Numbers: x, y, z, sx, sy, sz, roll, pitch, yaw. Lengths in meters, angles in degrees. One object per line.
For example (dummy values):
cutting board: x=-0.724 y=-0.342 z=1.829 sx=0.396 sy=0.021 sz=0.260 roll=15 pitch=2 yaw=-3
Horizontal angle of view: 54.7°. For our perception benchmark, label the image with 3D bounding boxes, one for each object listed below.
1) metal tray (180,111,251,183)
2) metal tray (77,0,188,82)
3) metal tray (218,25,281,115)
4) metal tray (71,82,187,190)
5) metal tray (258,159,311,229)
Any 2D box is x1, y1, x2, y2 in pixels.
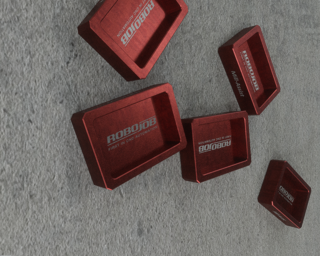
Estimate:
metal tray: x=0.087 y=0.024 z=0.473 sx=0.131 sy=0.030 sz=0.089 roll=-10 pitch=96 yaw=-40
metal tray: x=-0.027 y=-0.133 z=0.377 sx=0.090 sy=0.030 sz=0.130 roll=44 pitch=64 yaw=-31
metal tray: x=0.157 y=-0.097 z=0.531 sx=0.090 sy=0.030 sz=0.130 roll=-41 pitch=115 yaw=-32
metal tray: x=-0.031 y=0.005 z=0.375 sx=0.131 sy=0.030 sz=0.089 roll=-26 pitch=106 yaw=-37
metal tray: x=0.248 y=0.131 z=0.608 sx=0.130 sy=0.030 sz=0.090 roll=39 pitch=66 yaw=-33
